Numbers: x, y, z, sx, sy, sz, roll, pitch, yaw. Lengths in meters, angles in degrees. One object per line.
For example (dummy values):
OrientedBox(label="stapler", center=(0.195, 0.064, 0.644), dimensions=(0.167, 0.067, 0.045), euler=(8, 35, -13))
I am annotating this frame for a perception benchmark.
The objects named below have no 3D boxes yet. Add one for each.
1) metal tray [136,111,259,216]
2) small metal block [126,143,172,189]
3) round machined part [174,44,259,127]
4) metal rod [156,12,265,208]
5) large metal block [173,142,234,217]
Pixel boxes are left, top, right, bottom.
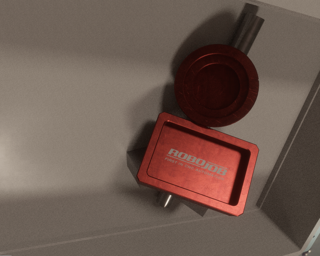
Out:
OrientedBox(label="metal tray", center=(0.046, 0.044, 0.379), dimensions=(0.131, 0.030, 0.090), euler=(20, 73, -2))
OrientedBox(label="small metal block", center=(-0.013, 0.050, 0.418), dimensions=(0.050, 0.050, 0.025), euler=(-13, 125, -22))
OrientedBox(label="round machined part", center=(0.070, -0.051, 0.384), dimensions=(0.098, 0.042, 0.097), euler=(1, 95, 12))
OrientedBox(label="metal rod", center=(0.063, -0.012, 0.437), dimensions=(0.025, 0.025, 0.298), euler=(11, 113, -33))
OrientedBox(label="large metal block", center=(0.061, 0.071, 0.438), dimensions=(0.080, 0.050, 0.080), euler=(-52, 158, -16))
